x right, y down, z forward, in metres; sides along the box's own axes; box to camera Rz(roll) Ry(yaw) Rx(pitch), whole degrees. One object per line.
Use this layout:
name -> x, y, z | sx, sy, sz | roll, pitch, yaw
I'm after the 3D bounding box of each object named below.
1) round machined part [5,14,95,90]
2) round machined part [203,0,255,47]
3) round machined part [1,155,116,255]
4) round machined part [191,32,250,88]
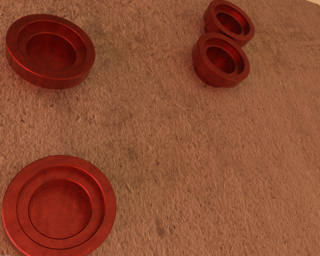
round machined part -> -0.132, -0.086, 0.374 | 0.099, 0.042, 0.098 | 14, 56, -21
round machined part -> 0.121, -0.185, 0.571 | 0.099, 0.042, 0.098 | 14, 56, -21
round machined part -> -0.095, 0.078, 0.294 | 0.099, 0.042, 0.098 | 14, 56, -21
round machined part -> 0.094, -0.106, 0.508 | 0.099, 0.042, 0.098 | 14, 56, -21
